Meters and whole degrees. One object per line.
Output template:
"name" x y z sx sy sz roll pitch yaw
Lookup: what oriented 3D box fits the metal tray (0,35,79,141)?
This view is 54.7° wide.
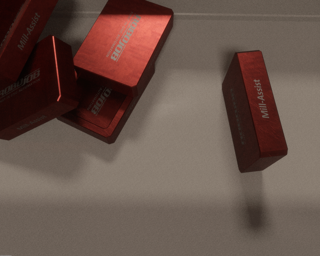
"metal tray" -0.166 -0.047 0.390 0.130 0.030 0.090 -22 69 23

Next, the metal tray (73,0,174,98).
"metal tray" -0.047 -0.115 0.416 0.090 0.030 0.130 22 71 7

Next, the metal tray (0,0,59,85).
"metal tray" -0.188 -0.125 0.390 0.090 0.030 0.130 19 81 36

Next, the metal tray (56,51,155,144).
"metal tray" -0.075 -0.054 0.425 0.090 0.030 0.130 25 72 8

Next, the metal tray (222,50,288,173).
"metal tray" 0.111 -0.017 0.382 0.030 0.090 0.129 -6 70 -3
